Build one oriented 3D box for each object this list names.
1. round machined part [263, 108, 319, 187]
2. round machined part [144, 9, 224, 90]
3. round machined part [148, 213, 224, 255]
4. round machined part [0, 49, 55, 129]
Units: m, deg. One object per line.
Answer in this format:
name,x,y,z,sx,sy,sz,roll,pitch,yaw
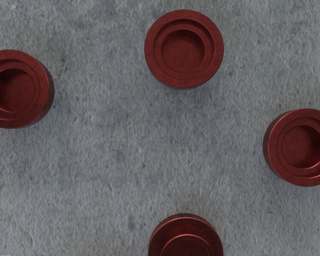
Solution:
round machined part,0.183,0.024,0.404,0.099,0.042,0.097,0,90,-1
round machined part,0.030,-0.098,0.402,0.099,0.042,0.097,0,90,-1
round machined part,0.034,0.165,0.402,0.099,0.042,0.097,0,90,-1
round machined part,-0.185,-0.048,0.399,0.099,0.042,0.097,0,90,-1
